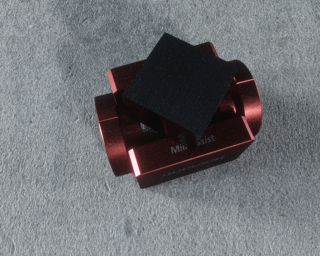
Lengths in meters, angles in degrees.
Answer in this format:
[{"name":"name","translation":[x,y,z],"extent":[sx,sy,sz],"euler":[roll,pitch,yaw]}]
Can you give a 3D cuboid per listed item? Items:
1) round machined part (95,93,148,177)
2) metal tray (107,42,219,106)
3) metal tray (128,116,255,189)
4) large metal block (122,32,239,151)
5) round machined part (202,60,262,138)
[{"name":"round machined part","translation":[-0.043,0.005,0.368],"extent":[0.042,0.098,0.098],"euler":[-15,71,-5]},{"name":"metal tray","translation":[0.005,-0.057,0.397],"extent":[0.131,0.090,0.030],"euler":[-17,71,-7]},{"name":"metal tray","translation":[0.034,0.032,0.362],"extent":[0.131,0.090,0.030],"euler":[-17,71,-6]},{"name":"large metal block","translation":[0.020,-0.036,0.311],"extent":[0.080,0.050,0.080],"euler":[28,72,9]},{"name":"round machined part","translation":[0.083,-0.032,0.383],"extent":[0.042,0.098,0.098],"euler":[-15,71,-5]}]
